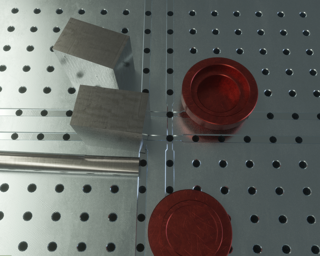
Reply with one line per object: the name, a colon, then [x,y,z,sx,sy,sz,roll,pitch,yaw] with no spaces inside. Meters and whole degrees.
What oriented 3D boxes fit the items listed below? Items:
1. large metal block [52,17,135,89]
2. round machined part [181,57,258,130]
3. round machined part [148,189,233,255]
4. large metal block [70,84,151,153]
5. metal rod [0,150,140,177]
large metal block: [-0.084,-0.091,0.415,0.080,0.080,0.050,20,71,7]
round machined part: [0.077,-0.043,0.419,0.099,0.042,0.098,0,70,0]
round machined part: [0.035,0.120,0.359,0.099,0.042,0.098,0,70,0]
large metal block: [-0.056,-0.009,0.385,0.080,0.080,0.050,7,70,3]
metal rod: [-0.177,0.042,0.394,0.302,0.025,0.025,3,70,1]
